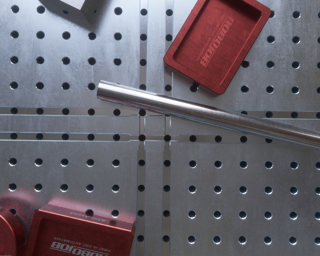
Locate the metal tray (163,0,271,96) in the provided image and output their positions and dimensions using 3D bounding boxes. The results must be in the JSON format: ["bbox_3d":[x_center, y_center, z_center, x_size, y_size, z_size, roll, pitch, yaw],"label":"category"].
[{"bbox_3d":[0.074,-0.118,0.411,0.090,0.030,0.130,31,90,-1],"label":"metal tray"}]

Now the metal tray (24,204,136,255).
[{"bbox_3d":[-0.106,0.161,0.409,0.131,0.030,0.089,13,90,-1],"label":"metal tray"}]

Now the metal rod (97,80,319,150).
[{"bbox_3d":[0.066,-0.017,0.414,0.302,0.025,0.025,13,90,-1],"label":"metal rod"}]

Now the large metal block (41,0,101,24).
[{"bbox_3d":[-0.115,-0.196,0.399,0.080,0.050,0.080,26,90,-1],"label":"large metal block"}]

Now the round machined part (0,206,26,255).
[{"bbox_3d":[-0.219,0.147,0.398,0.099,0.042,0.097,0,88,6],"label":"round machined part"}]
